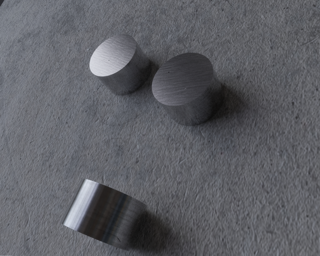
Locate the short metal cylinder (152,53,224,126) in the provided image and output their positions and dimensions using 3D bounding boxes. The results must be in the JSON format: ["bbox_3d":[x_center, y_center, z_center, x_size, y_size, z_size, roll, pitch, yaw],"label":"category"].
[{"bbox_3d":[0.037,-0.049,0.399,0.080,0.050,0.080,-13,56,21],"label":"short metal cylinder"}]

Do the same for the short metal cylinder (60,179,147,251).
[{"bbox_3d":[-0.061,0.095,0.342,0.080,0.080,0.050,10,67,32],"label":"short metal cylinder"}]

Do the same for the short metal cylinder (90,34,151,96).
[{"bbox_3d":[-0.060,-0.097,0.480,0.080,0.050,0.080,-13,56,21],"label":"short metal cylinder"}]
